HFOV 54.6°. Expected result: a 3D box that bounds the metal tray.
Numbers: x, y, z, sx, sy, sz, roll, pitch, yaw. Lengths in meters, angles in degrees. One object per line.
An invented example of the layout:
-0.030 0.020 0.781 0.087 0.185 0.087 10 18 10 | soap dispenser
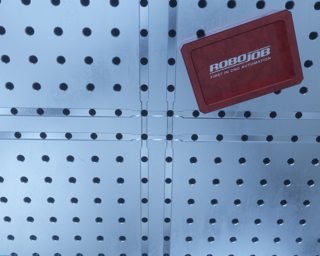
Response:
0.099 -0.080 0.381 0.130 0.030 0.090 -18 109 6 | metal tray
